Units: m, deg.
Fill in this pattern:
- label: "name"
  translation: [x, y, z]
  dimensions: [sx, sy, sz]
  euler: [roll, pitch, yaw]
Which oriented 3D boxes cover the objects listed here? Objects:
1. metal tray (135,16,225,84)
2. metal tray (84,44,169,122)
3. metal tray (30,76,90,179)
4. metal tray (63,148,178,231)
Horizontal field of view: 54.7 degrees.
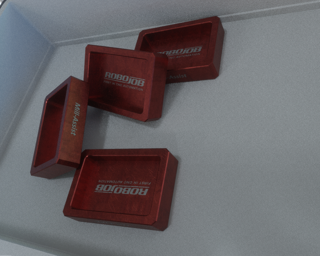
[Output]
- label: "metal tray"
  translation: [0.024, -0.111, 0.456]
  dimensions: [0.130, 0.030, 0.090]
  euler: [-2, 61, 27]
- label: "metal tray"
  translation: [-0.054, -0.067, 0.439]
  dimensions: [0.130, 0.030, 0.089]
  euler: [16, 107, 34]
- label: "metal tray"
  translation: [-0.143, 0.001, 0.445]
  dimensions: [0.090, 0.030, 0.130]
  euler: [-24, 56, 43]
- label: "metal tray"
  translation: [-0.049, 0.072, 0.382]
  dimensions: [0.130, 0.030, 0.090]
  euler: [-3, 60, 26]
